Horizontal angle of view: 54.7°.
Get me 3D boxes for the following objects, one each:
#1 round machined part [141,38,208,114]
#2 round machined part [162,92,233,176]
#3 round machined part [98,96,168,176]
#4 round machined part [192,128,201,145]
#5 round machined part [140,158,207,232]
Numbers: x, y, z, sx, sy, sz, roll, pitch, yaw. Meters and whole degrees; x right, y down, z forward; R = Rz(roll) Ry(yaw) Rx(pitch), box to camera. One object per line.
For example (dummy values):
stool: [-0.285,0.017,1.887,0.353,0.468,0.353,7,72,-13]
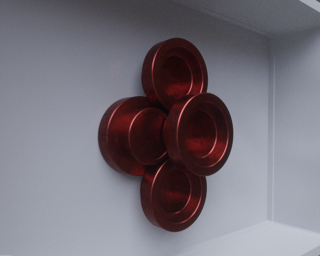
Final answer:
round machined part: [0.015,-0.065,0.407,0.099,0.042,0.097,0,90,-40]
round machined part: [0.042,0.007,0.375,0.099,0.042,0.097,0,90,-40]
round machined part: [-0.021,0.010,0.377,0.099,0.042,0.097,0,90,-40]
round machined part: [0.055,0.013,0.441,0.099,0.042,0.097,0,90,-40]
round machined part: [0.013,0.082,0.406,0.099,0.042,0.097,0,90,-40]
